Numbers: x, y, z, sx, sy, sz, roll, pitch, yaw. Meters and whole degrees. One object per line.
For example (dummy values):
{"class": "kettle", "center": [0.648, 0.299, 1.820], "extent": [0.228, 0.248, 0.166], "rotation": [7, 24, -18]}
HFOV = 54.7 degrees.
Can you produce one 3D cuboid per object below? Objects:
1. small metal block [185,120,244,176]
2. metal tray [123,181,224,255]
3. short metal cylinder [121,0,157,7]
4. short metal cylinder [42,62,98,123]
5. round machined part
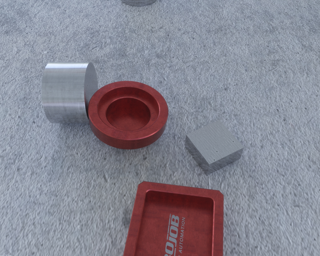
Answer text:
{"class": "small metal block", "center": [0.066, 0.023, 0.384], "extent": [0.050, 0.025, 0.050], "rotation": [-23, 54, -18]}
{"class": "metal tray", "center": [0.013, 0.120, 0.299], "extent": [0.090, 0.030, 0.130], "rotation": [6, 50, 5]}
{"class": "short metal cylinder", "center": [-0.044, -0.292, 0.632], "extent": [0.081, 0.050, 0.080], "rotation": [0, 50, 0]}
{"class": "short metal cylinder", "center": [-0.114, -0.046, 0.405], "extent": [0.050, 0.080, 0.080], "rotation": [0, 50, 0]}
{"class": "round machined part", "center": [-0.041, -0.012, 0.397], "extent": [0.099, 0.042, 0.098], "rotation": [4, 51, -5]}
